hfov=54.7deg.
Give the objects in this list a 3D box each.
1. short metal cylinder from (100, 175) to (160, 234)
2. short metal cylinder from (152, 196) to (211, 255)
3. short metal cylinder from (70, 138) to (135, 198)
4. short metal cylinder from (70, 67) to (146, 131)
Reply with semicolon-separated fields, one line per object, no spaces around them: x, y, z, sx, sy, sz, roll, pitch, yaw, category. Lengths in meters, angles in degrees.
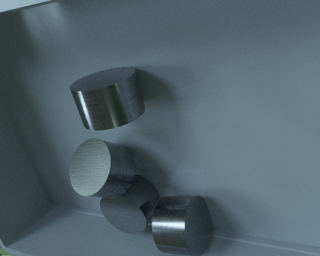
-0.047;0.119;0.489;0.080;0.050;0.079;13;124;20;short metal cylinder
0.032;0.137;0.440;0.050;0.080;0.080;-9;114;32;short metal cylinder
-0.083;0.059;0.444;0.080;0.050;0.080;-11;70;33;short metal cylinder
-0.063;-0.038;0.381;0.080;0.080;0.050;0;119;28;short metal cylinder
